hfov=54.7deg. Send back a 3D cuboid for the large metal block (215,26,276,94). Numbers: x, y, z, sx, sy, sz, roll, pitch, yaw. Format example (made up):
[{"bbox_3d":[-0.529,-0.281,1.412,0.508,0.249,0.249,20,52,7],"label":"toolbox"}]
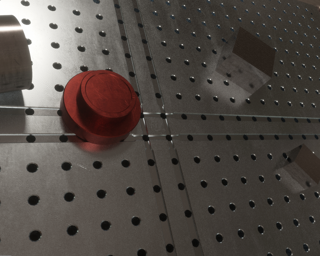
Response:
[{"bbox_3d":[0.153,-0.120,0.551,0.080,0.050,0.080,30,52,-9],"label":"large metal block"}]

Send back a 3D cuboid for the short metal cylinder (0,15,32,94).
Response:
[{"bbox_3d":[-0.175,-0.076,0.326,0.050,0.080,0.080,-18,71,-35],"label":"short metal cylinder"}]

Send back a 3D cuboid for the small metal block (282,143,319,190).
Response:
[{"bbox_3d":[0.233,0.062,0.499,0.050,0.025,0.050,45,51,3],"label":"small metal block"}]

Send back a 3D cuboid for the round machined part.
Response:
[{"bbox_3d":[-0.068,-0.032,0.381,0.099,0.042,0.098,14,56,-21],"label":"round machined part"}]
